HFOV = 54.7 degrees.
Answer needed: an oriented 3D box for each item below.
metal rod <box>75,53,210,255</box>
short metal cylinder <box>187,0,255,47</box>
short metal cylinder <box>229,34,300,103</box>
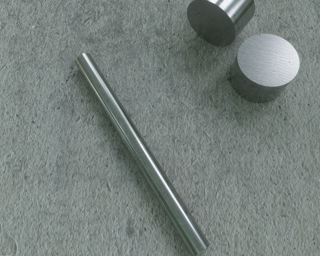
[{"bbox_3d":[-0.031,0.021,0.400,0.025,0.025,0.299,-30,73,-10],"label":"metal rod"},{"bbox_3d":[0.086,-0.163,0.439,0.080,0.080,0.050,35,74,12],"label":"short metal cylinder"},{"bbox_3d":[0.141,-0.081,0.426,0.081,0.050,0.080,0,70,0],"label":"short metal cylinder"}]
